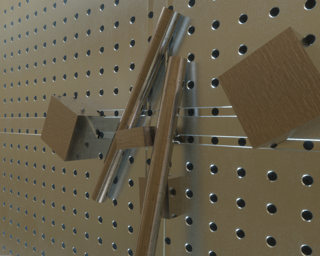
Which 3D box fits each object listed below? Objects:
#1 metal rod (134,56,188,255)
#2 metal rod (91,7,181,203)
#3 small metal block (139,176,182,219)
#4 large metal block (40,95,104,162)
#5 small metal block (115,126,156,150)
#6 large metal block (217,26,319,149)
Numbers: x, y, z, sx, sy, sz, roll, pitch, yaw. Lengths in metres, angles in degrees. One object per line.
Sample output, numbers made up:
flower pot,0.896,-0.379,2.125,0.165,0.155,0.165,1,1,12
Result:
metal rod,-0.003,0.060,0.379,0.025,0.025,0.298,6,84,40
metal rod,-0.040,-0.020,0.442,0.025,0.025,0.298,36,112,34
small metal block,0.000,0.090,0.410,0.050,0.025,0.050,-4,88,40
large metal block,-0.147,-0.001,0.515,0.080,0.050,0.079,33,110,35
small metal block,-0.023,0.013,0.412,0.050,0.050,0.025,-9,84,39
large metal block,0.116,-0.034,0.297,0.080,0.050,0.080,-34,69,34
